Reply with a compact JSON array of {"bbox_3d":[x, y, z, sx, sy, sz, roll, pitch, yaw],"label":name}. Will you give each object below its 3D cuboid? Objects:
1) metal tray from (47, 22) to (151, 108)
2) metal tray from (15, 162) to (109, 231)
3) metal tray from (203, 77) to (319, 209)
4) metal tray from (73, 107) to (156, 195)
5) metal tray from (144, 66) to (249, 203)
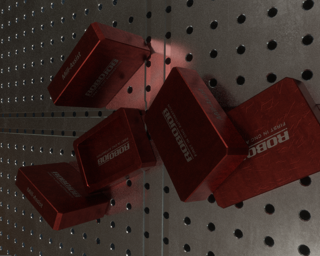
[{"bbox_3d":[-0.086,-0.080,0.435,0.129,0.091,0.030,-43,65,31],"label":"metal tray"},{"bbox_3d":[-0.157,0.102,0.493,0.130,0.091,0.030,31,110,35],"label":"metal tray"},{"bbox_3d":[0.102,0.019,0.321,0.130,0.030,0.090,-34,69,34],"label":"metal tray"},{"bbox_3d":[-0.073,0.037,0.463,0.130,0.030,0.090,-31,71,35],"label":"metal tray"},{"bbox_3d":[0.032,0.005,0.349,0.089,0.030,0.130,-58,44,36],"label":"metal tray"}]
